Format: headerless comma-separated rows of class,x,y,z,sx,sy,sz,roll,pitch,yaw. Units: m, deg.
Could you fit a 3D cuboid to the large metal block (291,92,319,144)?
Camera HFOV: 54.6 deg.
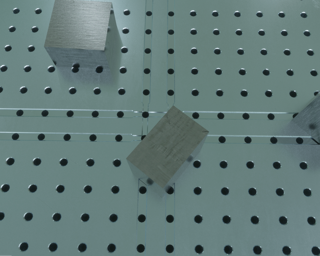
large metal block,0.228,-0.014,0.389,0.050,0.080,0.080,-43,76,-14

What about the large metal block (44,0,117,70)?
large metal block,-0.111,-0.134,0.447,0.080,0.050,0.080,4,70,1

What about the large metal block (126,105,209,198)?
large metal block,0.009,0.032,0.371,0.050,0.080,0.080,38,74,12
